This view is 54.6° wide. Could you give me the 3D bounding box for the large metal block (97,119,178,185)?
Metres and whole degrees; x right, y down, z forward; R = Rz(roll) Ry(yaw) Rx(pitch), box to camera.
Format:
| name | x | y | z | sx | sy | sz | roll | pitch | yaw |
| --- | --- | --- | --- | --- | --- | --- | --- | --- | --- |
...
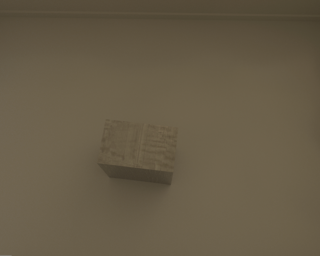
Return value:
| name | x | y | z | sx | sy | sz | roll | pitch | yaw |
| --- | --- | --- | --- | --- | --- | --- | --- | --- | --- |
| large metal block | -0.023 | 0.032 | 0.369 | 0.080 | 0.080 | 0.050 | 7 | 70 | 2 |
